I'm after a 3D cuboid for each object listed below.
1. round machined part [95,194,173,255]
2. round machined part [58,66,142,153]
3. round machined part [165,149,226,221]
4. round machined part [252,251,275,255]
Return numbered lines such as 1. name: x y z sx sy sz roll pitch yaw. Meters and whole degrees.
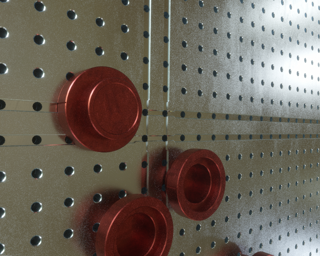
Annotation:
1. round machined part: -0.034 0.128 0.372 0.099 0.042 0.097 0 90 -40
2. round machined part: -0.060 -0.021 0.350 0.099 0.042 0.097 0 90 -40
3. round machined part: 0.046 0.078 0.439 0.099 0.042 0.097 0 90 -40
4. round machined part: 0.169 0.267 0.544 0.099 0.042 0.097 0 90 -40
